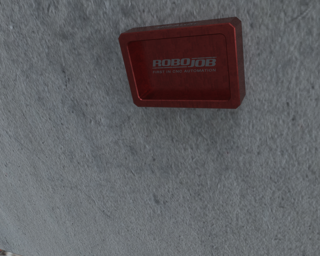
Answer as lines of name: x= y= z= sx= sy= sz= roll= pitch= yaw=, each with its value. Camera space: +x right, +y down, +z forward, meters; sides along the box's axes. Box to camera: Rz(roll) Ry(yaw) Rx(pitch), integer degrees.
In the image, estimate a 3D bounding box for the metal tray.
metal tray: x=0.025 y=-0.069 z=0.346 sx=0.130 sy=0.030 sz=0.089 roll=3 pitch=120 yaw=26
